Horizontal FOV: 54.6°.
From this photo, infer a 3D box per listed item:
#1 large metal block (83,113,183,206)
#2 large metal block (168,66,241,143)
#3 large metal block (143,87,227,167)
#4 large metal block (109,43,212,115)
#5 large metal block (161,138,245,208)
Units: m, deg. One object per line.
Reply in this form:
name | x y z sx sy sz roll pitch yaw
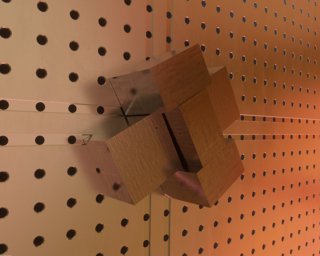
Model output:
large metal block | -0.030 0.031 0.368 0.080 0.050 0.080 -33 110 -35
large metal block | 0.062 -0.034 0.443 0.080 0.050 0.080 -36 114 -34
large metal block | 0.027 -0.001 0.395 0.050 0.080 0.080 -36 112 -34
large metal block | 0.001 -0.057 0.372 0.080 0.080 0.050 -35 111 -34
large metal block | 0.052 0.055 0.416 0.080 0.080 0.050 -36 112 -35
